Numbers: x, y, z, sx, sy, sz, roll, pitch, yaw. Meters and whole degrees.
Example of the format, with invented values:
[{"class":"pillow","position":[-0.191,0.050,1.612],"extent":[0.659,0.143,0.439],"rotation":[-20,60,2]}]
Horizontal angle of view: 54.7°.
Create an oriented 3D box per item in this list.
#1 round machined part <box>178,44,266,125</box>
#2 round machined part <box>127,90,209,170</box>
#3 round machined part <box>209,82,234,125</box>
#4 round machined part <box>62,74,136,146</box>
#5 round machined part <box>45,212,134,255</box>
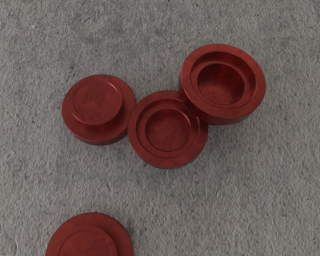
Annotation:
[{"class":"round machined part","position":[0.070,-0.048,0.369],"extent":[0.099,0.042,0.098],"rotation":[2,67,-6]},{"class":"round machined part","position":[0.010,0.005,0.394],"extent":[0.099,0.042,0.098],"rotation":[-1,74,3]},{"class":"round machined part","position":[0.075,-0.056,0.420],"extent":[0.099,0.042,0.098],"rotation":[0,70,0]},{"class":"round machined part","position":[-0.081,-0.029,0.409],"extent":[0.099,0.042,0.098],"rotation":[0,70,0]},{"class":"round machined part","position":[-0.079,0.144,0.346],"extent":[0.099,0.042,0.098],"rotation":[0,70,0]}]
